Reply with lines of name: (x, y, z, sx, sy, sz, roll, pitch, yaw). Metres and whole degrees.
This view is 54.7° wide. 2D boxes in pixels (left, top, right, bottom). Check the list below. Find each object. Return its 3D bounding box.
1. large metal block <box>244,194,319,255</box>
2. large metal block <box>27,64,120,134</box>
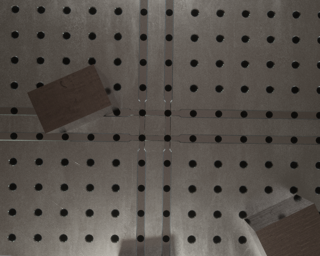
large metal block: (0.170, 0.145, 0.403, 0.080, 0.050, 0.080, -26, 90, -1)
large metal block: (-0.101, -0.033, 0.385, 0.080, 0.080, 0.050, -24, 90, 0)
